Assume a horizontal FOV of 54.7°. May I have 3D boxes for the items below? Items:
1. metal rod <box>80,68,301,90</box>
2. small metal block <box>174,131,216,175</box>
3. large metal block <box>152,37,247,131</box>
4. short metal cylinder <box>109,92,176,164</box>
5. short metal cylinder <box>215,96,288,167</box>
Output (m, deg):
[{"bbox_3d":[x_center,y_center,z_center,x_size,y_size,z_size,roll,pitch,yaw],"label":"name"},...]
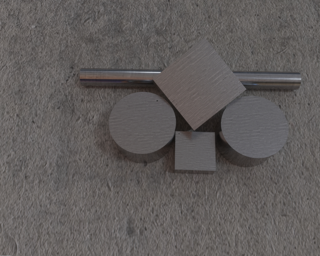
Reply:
[{"bbox_3d":[0.042,-0.069,0.434,0.302,0.025,0.025,1,70,0],"label":"metal rod"},{"bbox_3d":[0.044,0.032,0.398,0.050,0.025,0.050,2,70,0],"label":"small metal block"},{"bbox_3d":[0.048,-0.053,0.397,0.080,0.050,0.080,-39,91,1],"label":"large metal block"},{"bbox_3d":[-0.021,0.001,0.395,0.081,0.050,0.080,0,70,0],"label":"short metal cylinder"},{"bbox_3d":[0.113,0.006,0.394,0.081,0.050,0.080,0,70,0],"label":"short metal cylinder"}]
